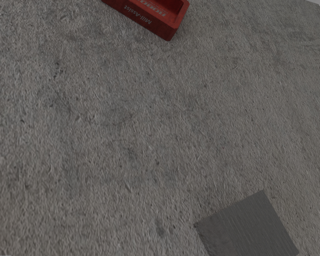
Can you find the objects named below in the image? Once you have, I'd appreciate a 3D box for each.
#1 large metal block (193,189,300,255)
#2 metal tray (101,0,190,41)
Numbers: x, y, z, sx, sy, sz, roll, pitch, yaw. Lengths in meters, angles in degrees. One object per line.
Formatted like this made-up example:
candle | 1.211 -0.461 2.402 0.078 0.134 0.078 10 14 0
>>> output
large metal block | 0.100 0.129 0.363 0.081 0.050 0.080 -15 70 -34
metal tray | -0.021 -0.212 0.518 0.131 0.030 0.090 29 52 -10
